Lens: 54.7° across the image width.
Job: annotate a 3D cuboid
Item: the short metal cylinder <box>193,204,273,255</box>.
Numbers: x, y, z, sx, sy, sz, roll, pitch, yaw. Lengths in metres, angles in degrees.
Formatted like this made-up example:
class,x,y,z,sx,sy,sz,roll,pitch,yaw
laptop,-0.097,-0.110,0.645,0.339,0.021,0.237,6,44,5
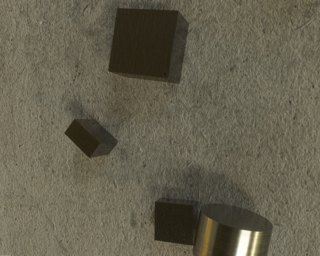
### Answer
class,x,y,z,sx,sy,sz,roll,pitch,yaw
short metal cylinder,0.081,0.124,0.351,0.080,0.080,0.050,11,94,19

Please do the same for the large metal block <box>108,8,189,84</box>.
class,x,y,z,sx,sy,sz,roll,pitch,yaw
large metal block,-0.014,-0.104,0.400,0.080,0.050,0.079,10,93,19

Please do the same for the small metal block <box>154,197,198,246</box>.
class,x,y,z,sx,sy,sz,roll,pitch,yaw
small metal block,0.021,0.120,0.401,0.050,0.025,0.050,1,90,19

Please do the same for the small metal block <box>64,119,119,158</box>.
class,x,y,z,sx,sy,sz,roll,pitch,yaw
small metal block,-0.093,0.013,0.427,0.050,0.050,0.025,41,103,15
